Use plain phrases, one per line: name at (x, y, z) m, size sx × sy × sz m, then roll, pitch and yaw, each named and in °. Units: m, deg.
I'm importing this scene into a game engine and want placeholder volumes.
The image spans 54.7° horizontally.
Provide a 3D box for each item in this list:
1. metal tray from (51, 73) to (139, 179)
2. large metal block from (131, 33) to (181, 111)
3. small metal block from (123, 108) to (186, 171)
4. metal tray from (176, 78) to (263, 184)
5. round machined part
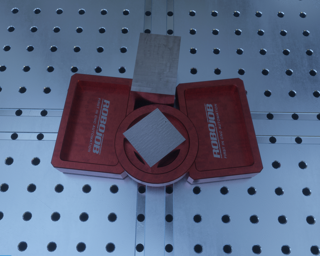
metal tray at (-0.080, -0.004, 0.406) m, size 0.091 × 0.030 × 0.130 m, roll 6°, pitch 70°, yaw 2°
large metal block at (-0.004, -0.063, 0.402) m, size 0.050 × 0.080 × 0.080 m, roll 6°, pitch 70°, yaw 2°
small metal block at (-0.006, 0.014, 0.358) m, size 0.050 × 0.025 × 0.050 m, roll -38°, pitch 74°, yaw -13°
metal tray at (0.073, 0.002, 0.405) m, size 0.091 × 0.030 × 0.130 m, roll -6°, pitch 70°, yaw -3°
round machined part at (-0.004, 0.023, 0.380) m, size 0.099 × 0.042 × 0.098 m, roll 0°, pitch 70°, yaw 0°
